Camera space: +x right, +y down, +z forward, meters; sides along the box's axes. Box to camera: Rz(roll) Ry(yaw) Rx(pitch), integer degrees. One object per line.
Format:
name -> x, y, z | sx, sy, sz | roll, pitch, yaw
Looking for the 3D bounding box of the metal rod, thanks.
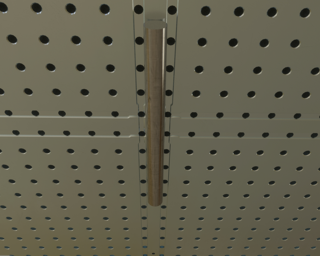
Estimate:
metal rod -> -0.006, 0.006, 0.417 | 0.025, 0.025, 0.298 | 0, 130, -1
